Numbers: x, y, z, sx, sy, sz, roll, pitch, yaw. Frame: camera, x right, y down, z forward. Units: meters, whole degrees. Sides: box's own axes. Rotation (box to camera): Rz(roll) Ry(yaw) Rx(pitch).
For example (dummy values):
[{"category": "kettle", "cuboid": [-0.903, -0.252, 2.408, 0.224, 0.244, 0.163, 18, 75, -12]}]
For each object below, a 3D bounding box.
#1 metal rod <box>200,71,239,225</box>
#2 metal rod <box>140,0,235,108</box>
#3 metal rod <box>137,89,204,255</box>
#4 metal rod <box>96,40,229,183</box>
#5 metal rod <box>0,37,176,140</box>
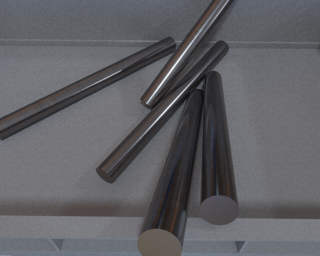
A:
[{"category": "metal rod", "cuboid": [0.060, -0.010, 0.337, 0.025, 0.025, 0.301, 7, 26, 6]}, {"category": "metal rod", "cuboid": [0.070, -0.154, 0.437, 0.025, 0.025, 0.299, 36, 90, 26]}, {"category": "metal rod", "cuboid": [0.027, 0.011, 0.308, 0.025, 0.025, 0.301, 9, 23, 8]}, {"category": "metal rod", "cuboid": [0.020, -0.040, 0.438, 0.025, 0.025, 0.301, 27, 55, 21]}, {"category": "metal rod", "cuboid": [-0.096, -0.069, 0.462, 0.302, 0.025, 0.025, -32, 57, -25]}]
